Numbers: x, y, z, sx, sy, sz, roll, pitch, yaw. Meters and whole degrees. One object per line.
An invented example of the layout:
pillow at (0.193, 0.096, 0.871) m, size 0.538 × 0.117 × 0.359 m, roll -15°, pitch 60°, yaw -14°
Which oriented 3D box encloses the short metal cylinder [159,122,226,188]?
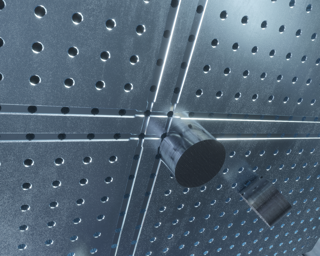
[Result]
short metal cylinder at (0.046, 0.038, 0.443) m, size 0.081 × 0.050 × 0.079 m, roll -14°, pitch 124°, yaw -21°

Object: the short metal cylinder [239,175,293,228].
short metal cylinder at (0.190, 0.132, 0.562) m, size 0.050 × 0.080 × 0.080 m, roll -41°, pitch 130°, yaw 0°
